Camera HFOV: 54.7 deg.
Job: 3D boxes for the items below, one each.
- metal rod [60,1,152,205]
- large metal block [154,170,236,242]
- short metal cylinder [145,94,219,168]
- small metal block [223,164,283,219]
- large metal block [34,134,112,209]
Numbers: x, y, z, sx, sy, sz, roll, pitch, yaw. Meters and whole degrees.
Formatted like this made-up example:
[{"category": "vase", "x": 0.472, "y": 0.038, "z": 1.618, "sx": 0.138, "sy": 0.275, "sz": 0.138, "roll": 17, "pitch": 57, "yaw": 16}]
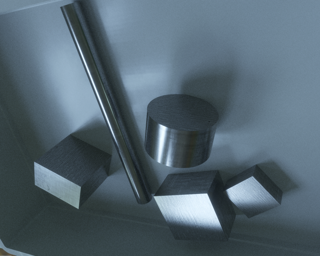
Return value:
[{"category": "metal rod", "x": -0.066, "y": -0.018, "z": 0.430, "sx": 0.025, "sy": 0.025, "sz": 0.298, "roll": -4, "pitch": 117, "yaw": 29}, {"category": "large metal block", "x": 0.050, "y": 0.109, "z": 0.432, "sx": 0.080, "sy": 0.050, "sz": 0.080, "roll": -11, "pitch": 113, "yaw": 32}, {"category": "short metal cylinder", "x": 0.024, "y": 0.001, "z": 0.360, "sx": 0.080, "sy": 0.080, "sz": 0.050, "roll": 18, "pitch": 125, "yaw": 17}, {"category": "small metal block", "x": 0.118, "y": 0.082, "z": 0.396, "sx": 0.050, "sy": 0.025, "sz": 0.050, "roll": 46, "pitch": 129, "yaw": -4}, {"category": "large metal block", "x": -0.134, "y": 0.065, "z": 0.482, "sx": 0.080, "sy": 0.080, "sz": 0.050, "roll": 25, "pitch": 127, "yaw": 12}]
